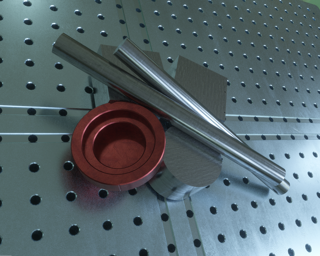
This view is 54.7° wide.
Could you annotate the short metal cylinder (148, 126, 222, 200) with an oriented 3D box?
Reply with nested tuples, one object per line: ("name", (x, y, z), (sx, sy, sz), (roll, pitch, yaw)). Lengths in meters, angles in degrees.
("short metal cylinder", (0.027, 0.041, 0.376), (0.081, 0.050, 0.080), (14, 56, -21))

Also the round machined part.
("round machined part", (-0.044, 0.023, 0.341), (0.099, 0.042, 0.098), (1, 61, -1))

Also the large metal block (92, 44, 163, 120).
("large metal block", (-0.039, -0.054, 0.396), (0.081, 0.050, 0.080), (1, 61, -28))

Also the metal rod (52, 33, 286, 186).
("metal rod", (0.019, -0.015, 0.357), (0.301, 0.025, 0.025), (31, 52, -10))

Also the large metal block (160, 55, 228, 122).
("large metal block", (0.046, -0.044, 0.437), (0.080, 0.050, 0.080), (22, 54, -15))

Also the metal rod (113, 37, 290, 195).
("metal rod", (0.066, -0.002, 0.392), (0.301, 0.025, 0.025), (39, 50, -21))
